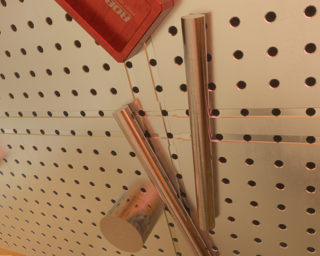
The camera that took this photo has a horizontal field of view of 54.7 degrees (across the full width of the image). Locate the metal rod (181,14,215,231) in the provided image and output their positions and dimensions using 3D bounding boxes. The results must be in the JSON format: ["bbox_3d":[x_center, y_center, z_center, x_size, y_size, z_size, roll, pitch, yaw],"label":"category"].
[{"bbox_3d":[0.052,0.014,0.391,0.025,0.025,0.298,6,121,24],"label":"metal rod"}]

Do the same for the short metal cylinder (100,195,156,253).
[{"bbox_3d":[-0.053,0.161,0.521,0.080,0.050,0.079,13,124,20],"label":"short metal cylinder"}]

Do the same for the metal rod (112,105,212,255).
[{"bbox_3d":[0.013,0.101,0.465,0.025,0.025,0.299,-16,110,34],"label":"metal rod"}]

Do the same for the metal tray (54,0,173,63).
[{"bbox_3d":[-0.061,-0.149,0.346,0.130,0.030,0.090,44,129,-3],"label":"metal tray"}]
